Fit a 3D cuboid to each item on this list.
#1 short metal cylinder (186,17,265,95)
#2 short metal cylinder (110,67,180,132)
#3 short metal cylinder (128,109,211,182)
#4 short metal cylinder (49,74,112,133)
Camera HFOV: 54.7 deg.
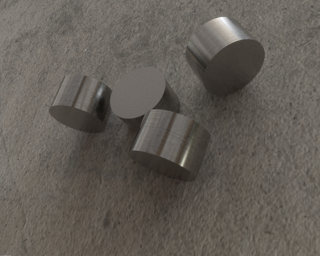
[{"bbox_3d":[0.079,-0.087,0.380,0.080,0.080,0.050,-32,52,7],"label":"short metal cylinder"},{"bbox_3d":[-0.019,-0.035,0.418,0.080,0.050,0.080,-13,56,20],"label":"short metal cylinder"},{"bbox_3d":[0.011,0.021,0.349,0.080,0.080,0.050,10,67,32],"label":"short metal cylinder"},{"bbox_3d":[-0.110,-0.033,0.445,0.080,0.080,0.050,0,62,28],"label":"short metal cylinder"}]
